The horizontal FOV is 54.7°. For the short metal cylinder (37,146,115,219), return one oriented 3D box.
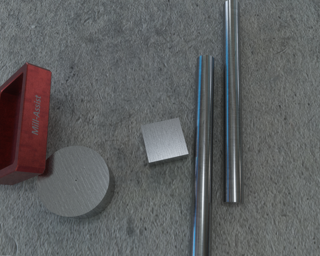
[{"bbox_3d":[-0.097,0.066,0.370,0.081,0.050,0.080,0,70,0],"label":"short metal cylinder"}]

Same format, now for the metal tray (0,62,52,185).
[{"bbox_3d":[-0.171,-0.003,0.376,0.090,0.030,0.130,-21,64,40],"label":"metal tray"}]

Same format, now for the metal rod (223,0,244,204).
[{"bbox_3d":[0.099,-0.049,0.426,0.025,0.025,0.299,4,70,1],"label":"metal rod"}]

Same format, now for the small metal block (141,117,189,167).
[{"bbox_3d":[0.005,0.019,0.401,0.050,0.025,0.050,-12,71,-5],"label":"small metal block"}]

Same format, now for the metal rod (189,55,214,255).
[{"bbox_3d":[0.054,0.042,0.392,0.025,0.025,0.299,4,70,1],"label":"metal rod"}]
